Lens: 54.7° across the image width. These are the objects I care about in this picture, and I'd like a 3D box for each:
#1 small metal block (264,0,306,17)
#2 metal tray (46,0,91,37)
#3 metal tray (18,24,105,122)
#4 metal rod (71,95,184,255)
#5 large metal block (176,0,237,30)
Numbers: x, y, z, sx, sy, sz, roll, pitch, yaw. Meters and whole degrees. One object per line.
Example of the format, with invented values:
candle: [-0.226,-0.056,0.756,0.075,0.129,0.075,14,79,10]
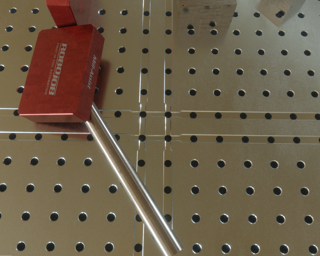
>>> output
small metal block: [0.201,-0.213,0.492,0.050,0.025,0.050,-38,75,-13]
metal tray: [-0.126,-0.201,0.449,0.030,0.090,0.130,2,70,1]
metal tray: [-0.131,-0.073,0.417,0.090,0.030,0.130,0,71,19]
metal rod: [-0.063,0.027,0.401,0.025,0.025,0.299,-31,73,-11]
large metal block: [0.066,-0.201,0.473,0.081,0.050,0.080,-4,70,-2]
